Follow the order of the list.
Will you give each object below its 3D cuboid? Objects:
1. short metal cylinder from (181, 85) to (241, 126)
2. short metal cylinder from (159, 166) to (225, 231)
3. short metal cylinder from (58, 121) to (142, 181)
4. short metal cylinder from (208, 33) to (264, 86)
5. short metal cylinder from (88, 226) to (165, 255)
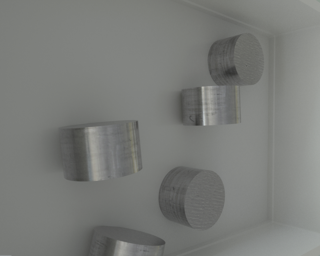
[{"bbox_3d":[0.071,-0.031,0.433,0.081,0.080,0.050,-5,94,-40],"label":"short metal cylinder"},{"bbox_3d":[0.045,0.096,0.431,0.081,0.050,0.079,0,90,-40],"label":"short metal cylinder"},{"bbox_3d":[-0.061,0.021,0.322,0.081,0.080,0.050,-9,96,-40],"label":"short metal cylinder"},{"bbox_3d":[0.122,-0.106,0.495,0.081,0.050,0.079,0,90,-40],"label":"short metal cylinder"},{"bbox_3d":[-0.038,0.143,0.341,0.080,0.080,0.050,20,78,-39],"label":"short metal cylinder"}]
